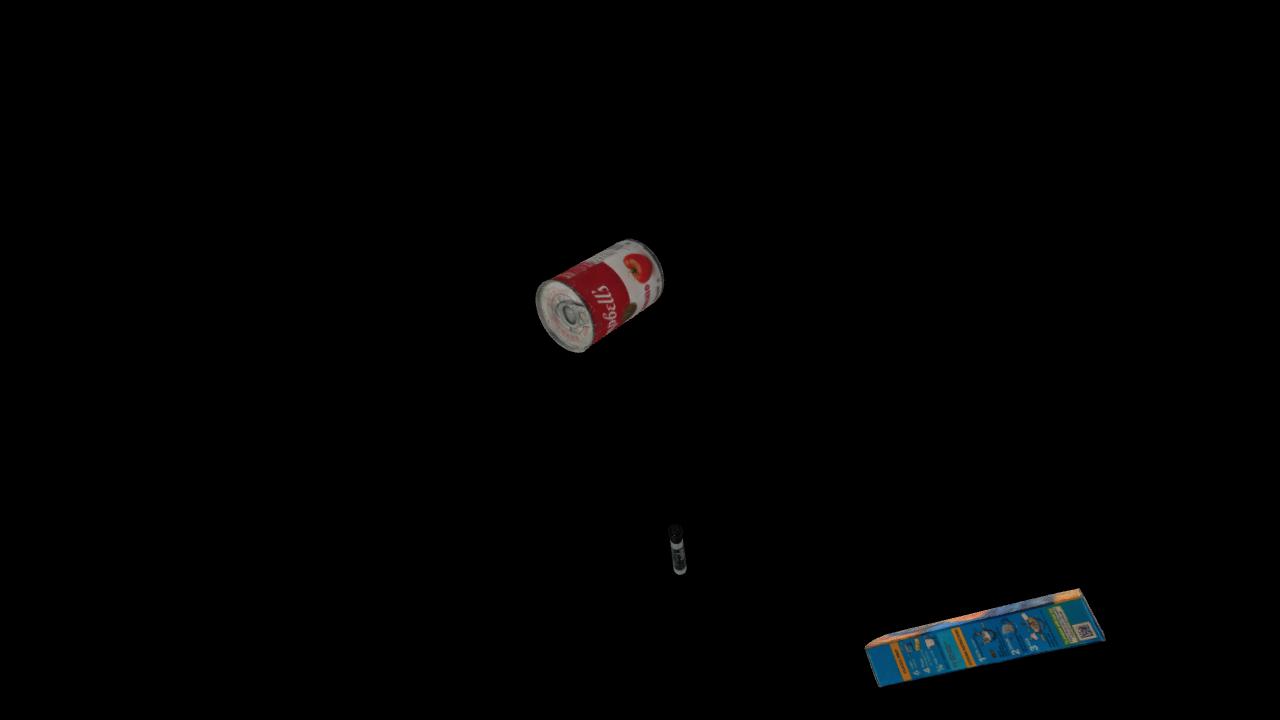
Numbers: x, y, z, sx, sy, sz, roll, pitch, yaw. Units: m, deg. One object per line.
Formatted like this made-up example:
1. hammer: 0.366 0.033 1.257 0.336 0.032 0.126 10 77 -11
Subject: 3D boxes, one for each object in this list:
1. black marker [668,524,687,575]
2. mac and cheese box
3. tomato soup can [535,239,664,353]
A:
1. black marker: 0.051 0.253 0.821 0.020 0.020 0.121 0 -42 8
2. mac and cheese box: 0.308 0.251 0.556 0.184 0.041 0.093 -28 -27 25
3. tomato soup can: -0.033 -0.059 0.546 0.068 0.068 0.101 0 28 44
